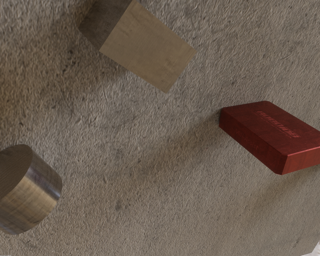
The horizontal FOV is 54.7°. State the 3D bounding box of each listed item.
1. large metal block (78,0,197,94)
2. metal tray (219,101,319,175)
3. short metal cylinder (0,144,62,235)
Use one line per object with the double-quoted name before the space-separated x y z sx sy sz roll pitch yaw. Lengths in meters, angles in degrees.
"large metal block" -0.024 -0.087 0.304 0.080 0.080 0.050 28 103 -38
"metal tray" 0.155 0.007 0.428 0.091 0.130 0.030 -10 123 -23
"short metal cylinder" -0.153 0.064 0.327 0.080 0.080 0.050 -35 129 -6
